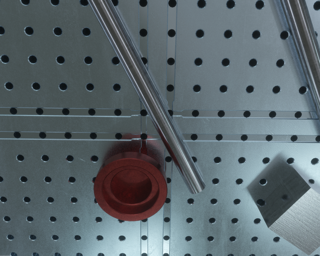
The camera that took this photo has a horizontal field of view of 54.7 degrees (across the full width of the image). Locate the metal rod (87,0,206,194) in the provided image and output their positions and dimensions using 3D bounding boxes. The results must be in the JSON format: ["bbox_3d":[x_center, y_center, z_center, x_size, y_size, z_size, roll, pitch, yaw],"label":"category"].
[{"bbox_3d":[-0.013,-0.039,0.398,0.025,0.025,0.299,-25,108,9],"label":"metal rod"}]

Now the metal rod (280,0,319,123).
[{"bbox_3d":[0.174,-0.110,0.374,0.025,0.025,0.299,-25,109,9],"label":"metal rod"}]

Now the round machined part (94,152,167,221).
[{"bbox_3d":[-0.039,0.077,0.432,0.099,0.042,0.097,0,110,0],"label":"round machined part"}]

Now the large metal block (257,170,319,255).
[{"bbox_3d":[0.205,0.122,0.446,0.080,0.050,0.080,35,106,-12],"label":"large metal block"}]
